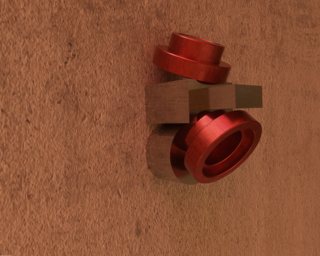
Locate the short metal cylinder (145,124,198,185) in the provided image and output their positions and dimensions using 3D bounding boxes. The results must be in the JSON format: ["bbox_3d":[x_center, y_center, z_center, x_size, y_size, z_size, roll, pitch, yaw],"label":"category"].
[{"bbox_3d":[0.027,0.033,0.416,0.081,0.050,0.079,0,90,-40],"label":"short metal cylinder"}]

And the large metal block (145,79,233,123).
[{"bbox_3d":[0.037,-0.032,0.403,0.081,0.080,0.050,-3,92,-40],"label":"large metal block"}]

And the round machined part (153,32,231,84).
[{"bbox_3d":[0.043,-0.092,0.391,0.099,0.098,0.042,-3,117,-40],"label":"round machined part"}]

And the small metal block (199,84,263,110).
[{"bbox_3d":[0.081,-0.034,0.355,0.050,0.050,0.025,-4,92,-40],"label":"small metal block"}]

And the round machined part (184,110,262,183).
[{"bbox_3d":[0.069,0.017,0.369,0.099,0.042,0.097,-24,141,-21],"label":"round machined part"}]
